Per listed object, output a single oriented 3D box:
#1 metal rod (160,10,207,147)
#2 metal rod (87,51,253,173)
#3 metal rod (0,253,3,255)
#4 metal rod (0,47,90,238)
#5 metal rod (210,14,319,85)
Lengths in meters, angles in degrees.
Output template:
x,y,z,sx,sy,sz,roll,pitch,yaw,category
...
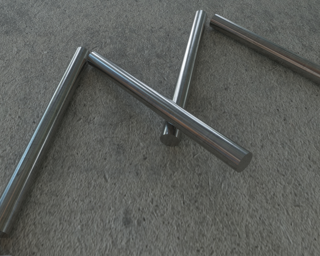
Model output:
x,y,z,sx,sy,sz,roll,pitch,yaw,category
0.044,-0.097,0.484,0.025,0.025,0.300,10,51,8,metal rod
-0.009,-0.038,0.407,0.025,0.025,0.300,-33,49,-25,metal rod
-0.173,0.122,0.299,0.300,0.025,0.025,31,57,23,metal rod
-0.145,-0.008,0.408,0.025,0.025,0.300,6,50,5,metal rod
0.203,-0.113,0.499,0.025,0.025,0.300,-36,59,-26,metal rod
